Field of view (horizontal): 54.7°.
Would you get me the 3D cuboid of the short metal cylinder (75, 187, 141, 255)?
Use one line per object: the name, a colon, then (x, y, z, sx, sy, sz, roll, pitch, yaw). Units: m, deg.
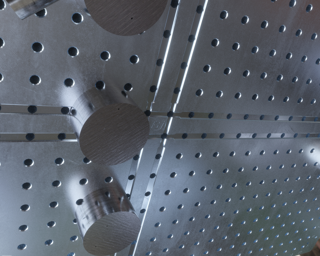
short metal cylinder: (-0.074, 0.131, 0.436, 0.081, 0.050, 0.079, -14, 124, -21)

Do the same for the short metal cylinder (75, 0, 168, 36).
short metal cylinder: (-0.038, -0.133, 0.292, 0.081, 0.050, 0.079, -14, 124, -21)

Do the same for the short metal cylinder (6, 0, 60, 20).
short metal cylinder: (-0.107, -0.131, 0.235, 0.050, 0.080, 0.080, -33, 129, -7)

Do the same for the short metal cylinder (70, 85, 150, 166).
short metal cylinder: (-0.059, -0.003, 0.361, 0.081, 0.050, 0.079, -14, 124, -21)
